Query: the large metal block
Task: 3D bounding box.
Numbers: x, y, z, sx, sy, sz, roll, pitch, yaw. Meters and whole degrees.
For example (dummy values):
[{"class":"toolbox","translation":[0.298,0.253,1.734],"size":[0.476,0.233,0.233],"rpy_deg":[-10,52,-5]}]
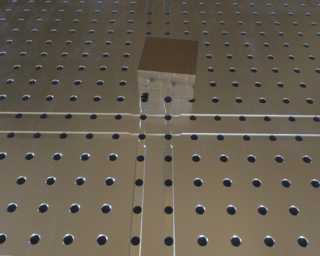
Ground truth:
[{"class":"large metal block","translation":[0.014,-0.090,0.468],"size":[0.080,0.050,0.080],"rpy_deg":[6,50,4]}]
